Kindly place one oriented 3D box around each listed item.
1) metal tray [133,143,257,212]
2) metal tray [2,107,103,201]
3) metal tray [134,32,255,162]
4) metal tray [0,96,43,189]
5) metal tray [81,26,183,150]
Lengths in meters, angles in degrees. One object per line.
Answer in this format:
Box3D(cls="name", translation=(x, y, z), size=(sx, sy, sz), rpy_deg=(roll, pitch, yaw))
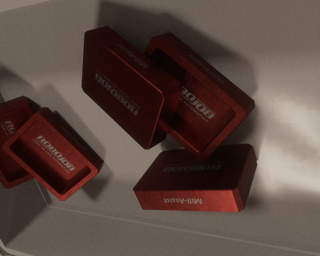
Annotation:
Box3D(cls="metal tray", translation=(0.044, 0.060, 0.379), size=(0.130, 0.090, 0.030), rpy_deg=(-8, 115, 31))
Box3D(cls="metal tray", translation=(-0.167, 0.043, 0.488), size=(0.090, 0.030, 0.130), rpy_deg=(-39, 103, 16))
Box3D(cls="metal tray", translation=(0.029, -0.034, 0.356), size=(0.130, 0.030, 0.089), rpy_deg=(42, 129, 9))
Box3D(cls="metal tray", translation=(-0.234, 0.024, 0.503), size=(0.030, 0.091, 0.129), rpy_deg=(36, 146, 61))
Box3D(cls="metal tray", translation=(-0.040, -0.047, 0.363), size=(0.130, 0.030, 0.089), rpy_deg=(42, 139, 22))
